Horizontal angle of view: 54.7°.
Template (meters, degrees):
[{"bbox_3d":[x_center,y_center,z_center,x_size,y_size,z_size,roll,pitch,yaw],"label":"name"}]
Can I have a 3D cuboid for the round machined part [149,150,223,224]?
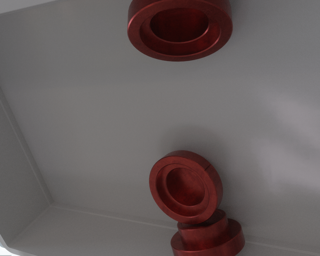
[{"bbox_3d":[0.038,0.075,0.416,0.098,0.042,0.097,11,112,28],"label":"round machined part"}]

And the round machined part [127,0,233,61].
[{"bbox_3d":[0.019,-0.107,0.299,0.098,0.098,0.042,-13,68,33],"label":"round machined part"}]

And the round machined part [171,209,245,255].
[{"bbox_3d":[0.062,0.142,0.421,0.098,0.099,0.042,-14,93,34],"label":"round machined part"}]
